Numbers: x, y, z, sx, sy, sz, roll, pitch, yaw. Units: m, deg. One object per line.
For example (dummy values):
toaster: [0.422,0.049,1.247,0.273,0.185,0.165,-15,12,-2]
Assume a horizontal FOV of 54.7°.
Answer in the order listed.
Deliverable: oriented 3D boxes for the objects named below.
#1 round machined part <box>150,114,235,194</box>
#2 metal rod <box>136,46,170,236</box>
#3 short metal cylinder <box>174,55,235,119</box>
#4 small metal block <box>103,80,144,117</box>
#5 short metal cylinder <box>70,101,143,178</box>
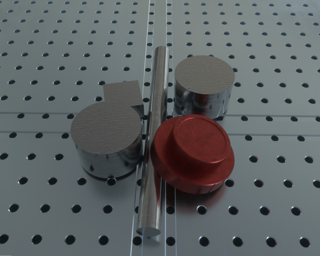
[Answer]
round machined part: [0.041,0.023,0.357,0.099,0.042,0.098,11,48,-12]
metal rod: [-0.004,-0.009,0.410,0.025,0.025,0.300,2,50,2]
short metal cylinder: [0.060,-0.057,0.434,0.081,0.050,0.080,0,50,0]
small metal block: [-0.051,-0.038,0.434,0.050,0.025,0.050,-9,51,-7]
short metal cylinder: [-0.062,0.013,0.374,0.081,0.050,0.080,0,50,0]
